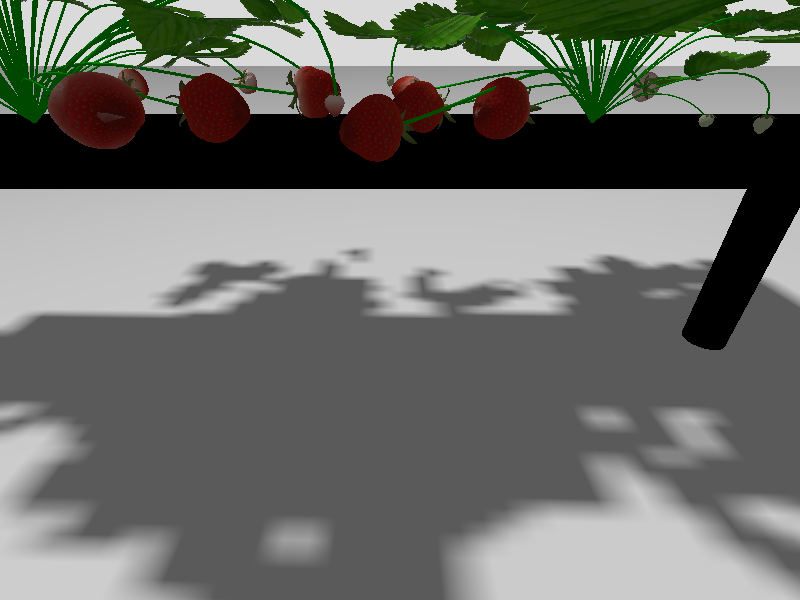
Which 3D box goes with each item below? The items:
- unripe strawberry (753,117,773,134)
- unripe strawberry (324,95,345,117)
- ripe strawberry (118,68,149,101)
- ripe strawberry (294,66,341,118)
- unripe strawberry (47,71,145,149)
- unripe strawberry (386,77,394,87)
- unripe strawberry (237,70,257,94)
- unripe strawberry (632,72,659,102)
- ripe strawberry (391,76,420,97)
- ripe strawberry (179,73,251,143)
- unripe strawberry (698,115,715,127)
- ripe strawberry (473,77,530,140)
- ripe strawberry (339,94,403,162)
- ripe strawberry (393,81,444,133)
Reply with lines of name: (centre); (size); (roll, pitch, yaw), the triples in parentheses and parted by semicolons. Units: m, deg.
unripe strawberry: (0.249, -0.121, 0.276); (0.010, 0.011, 0.011); (16, 35, 24)
unripe strawberry: (-0.049, -0.147, 0.302); (0.015, 0.015, 0.014); (2, 32, 3)
ripe strawberry: (-0.296, -0.239, 0.447); (0.029, 0.033, 0.032); (0, 31, -1)
ripe strawberry: (-0.068, -0.171, 0.331); (0.037, 0.039, 0.034); (-2, 32, -5)
unripe strawberry: (-0.161, -0.101, 0.217); (0.039, 0.039, 0.043); (24, 39, 33)
unripe strawberry: (-0.011, -0.245, 0.449); (0.010, 0.010, 0.009); (27, 41, 36)
unripe strawberry: (-0.201, -0.288, 0.533); (0.025, 0.028, 0.027); (11, -6, 17)
unripe strawberry: (0.280, -0.241, 0.454); (0.026, 0.030, 0.028); (22, 37, 31)
ripe strawberry: (0.006, -0.222, 0.424); (0.031, 0.027, 0.031); (24, 39, 34)
ripe strawberry: (-0.112, -0.117, 0.247); (0.040, 0.039, 0.037); (13, 34, 19)
unripe strawberry: (0.241, -0.141, 0.315); (0.010, 0.010, 0.009); (3, 32, 4)
ripe strawberry: (0.063, -0.122, 0.257); (0.037, 0.037, 0.035); (-21, 37, -30)
ripe strawberry: (-0.016, -0.086, 0.201); (0.033, 0.032, 0.030); (-23, 38, -31)
ripe strawberry: (0.011, -0.130, 0.270); (0.036, 0.031, 0.036); (-11, 33, -16)
